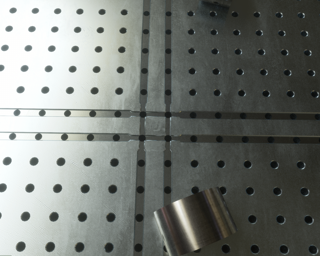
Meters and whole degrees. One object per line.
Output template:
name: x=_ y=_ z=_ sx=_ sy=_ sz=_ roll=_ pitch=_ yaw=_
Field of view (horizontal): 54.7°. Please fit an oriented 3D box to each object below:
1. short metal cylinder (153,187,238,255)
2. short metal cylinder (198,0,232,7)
short metal cylinder: x=0.039 y=0.104 z=0.345 sx=0.081 sy=0.080 sz=0.050 roll=-20 pitch=72 yaw=-7
short metal cylinder: x=0.093 y=-0.229 z=0.467 sx=0.050 sy=0.080 sz=0.080 roll=16 pitch=71 yaw=5
